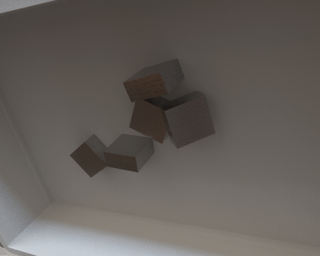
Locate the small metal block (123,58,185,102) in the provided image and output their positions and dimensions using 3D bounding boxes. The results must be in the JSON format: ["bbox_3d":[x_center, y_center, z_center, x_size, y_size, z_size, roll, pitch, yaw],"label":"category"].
[{"bbox_3d":[-0.006,-0.056,0.361,0.050,0.050,0.025,-9,114,32],"label":"small metal block"}]

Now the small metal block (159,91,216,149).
[{"bbox_3d":[0.032,-0.010,0.368,0.050,0.025,0.050,-22,113,-8],"label":"small metal block"}]

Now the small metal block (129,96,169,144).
[{"bbox_3d":[-0.008,-0.015,0.404,0.050,0.025,0.050,27,128,11],"label":"small metal block"}]

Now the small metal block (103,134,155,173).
[{"bbox_3d":[-0.043,0.034,0.436,0.050,0.050,0.025,7,122,24],"label":"small metal block"}]

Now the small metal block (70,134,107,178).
[{"bbox_3d":[-0.107,0.045,0.493,0.050,0.025,0.050,49,129,-6],"label":"small metal block"}]
